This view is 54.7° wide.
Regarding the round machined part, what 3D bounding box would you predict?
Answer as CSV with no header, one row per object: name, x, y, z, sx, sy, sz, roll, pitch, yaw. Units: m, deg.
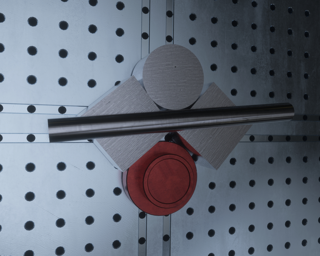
round machined part,0.005,0.065,0.401,0.099,0.042,0.097,0,90,-20

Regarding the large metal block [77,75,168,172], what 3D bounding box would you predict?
large metal block,-0.045,-0.006,0.379,0.080,0.050,0.080,-41,105,-16

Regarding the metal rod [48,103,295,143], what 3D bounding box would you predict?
metal rod,0.029,-0.009,0.364,0.303,0.025,0.025,-5,92,-20

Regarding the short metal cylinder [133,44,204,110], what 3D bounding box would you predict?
short metal cylinder,0.009,-0.062,0.399,0.081,0.050,0.079,0,90,-20

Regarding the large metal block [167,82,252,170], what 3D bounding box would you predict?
large metal block,0.062,-0.003,0.416,0.080,0.050,0.080,44,77,-15
